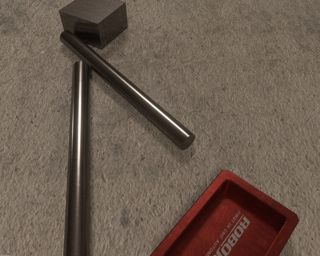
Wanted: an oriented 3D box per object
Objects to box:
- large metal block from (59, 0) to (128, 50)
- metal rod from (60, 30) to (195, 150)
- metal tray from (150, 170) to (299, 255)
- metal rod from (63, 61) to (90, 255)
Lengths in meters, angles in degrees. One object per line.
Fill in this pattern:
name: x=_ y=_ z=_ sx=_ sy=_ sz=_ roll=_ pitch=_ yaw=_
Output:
large metal block: x=-0.115 y=-0.192 z=0.547 sx=0.080 sy=0.050 sz=0.080 roll=23 pitch=54 yaw=18
metal rod: x=-0.063 y=-0.069 z=0.460 sx=0.025 sy=0.025 sz=0.300 roll=-33 pitch=58 yaw=-25
metal tray: x=0.064 y=0.113 z=0.305 sx=0.090 sy=0.030 sz=0.131 roll=33 pitch=57 yaw=24
metal rod: x=-0.100 y=0.020 z=0.385 sx=0.025 sy=0.025 sz=0.300 roll=-6 pitch=50 yaw=-6
